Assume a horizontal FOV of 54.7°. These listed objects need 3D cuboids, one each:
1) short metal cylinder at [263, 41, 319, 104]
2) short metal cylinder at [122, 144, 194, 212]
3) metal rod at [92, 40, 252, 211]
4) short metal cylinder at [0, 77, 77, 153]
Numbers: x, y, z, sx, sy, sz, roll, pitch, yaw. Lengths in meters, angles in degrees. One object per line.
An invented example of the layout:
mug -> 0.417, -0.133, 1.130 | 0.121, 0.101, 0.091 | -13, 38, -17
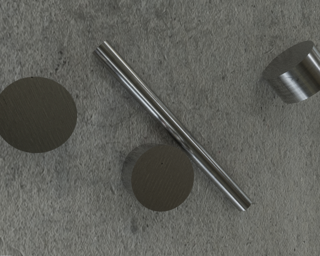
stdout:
short metal cylinder -> 0.201, -0.081, 0.454 | 0.050, 0.080, 0.080 | 46, 76, -15
short metal cylinder -> -0.004, 0.060, 0.395 | 0.081, 0.050, 0.080 | 0, 90, -20
metal rod -> 0.025, 0.006, 0.418 | 0.025, 0.025, 0.300 | -47, 105, -14
short metal cylinder -> -0.136, -0.014, 0.346 | 0.081, 0.050, 0.080 | 0, 90, -20
